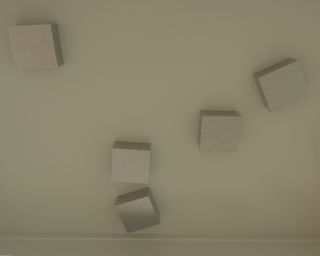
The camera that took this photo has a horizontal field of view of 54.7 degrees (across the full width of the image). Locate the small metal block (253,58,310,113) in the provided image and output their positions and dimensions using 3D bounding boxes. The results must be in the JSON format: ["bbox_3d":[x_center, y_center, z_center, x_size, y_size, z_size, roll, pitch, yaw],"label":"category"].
[{"bbox_3d":[0.153,-0.054,0.393,0.050,0.025,0.050,-24,109,8],"label":"small metal block"}]

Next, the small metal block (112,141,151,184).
[{"bbox_3d":[-0.039,0.047,0.428,0.050,0.025,0.050,4,110,-2],"label":"small metal block"}]

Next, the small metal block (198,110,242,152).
[{"bbox_3d":[0.078,0.004,0.413,0.050,0.025,0.050,1,110,-1],"label":"small metal block"}]

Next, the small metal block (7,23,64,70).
[{"bbox_3d":[-0.149,-0.099,0.374,0.050,0.025,0.050,-3,110,1],"label":"small metal block"}]

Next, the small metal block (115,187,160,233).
[{"bbox_3d":[-0.032,0.121,0.455,0.050,0.025,0.050,-18,109,6],"label":"small metal block"}]
